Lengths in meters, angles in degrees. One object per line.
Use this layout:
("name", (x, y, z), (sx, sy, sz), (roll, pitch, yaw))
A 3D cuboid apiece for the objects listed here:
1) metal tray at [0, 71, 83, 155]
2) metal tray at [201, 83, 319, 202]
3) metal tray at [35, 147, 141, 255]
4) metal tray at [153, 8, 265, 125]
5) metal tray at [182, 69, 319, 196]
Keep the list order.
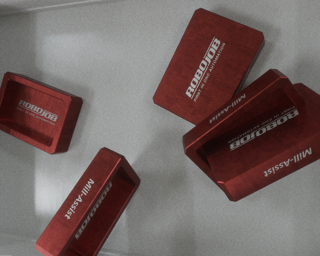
("metal tray", (-0.190, -0.024, 0.475), (0.130, 0.030, 0.089), (21, 97, 18))
("metal tray", (0.113, 0.011, 0.325), (0.130, 0.090, 0.030), (-30, 117, 9))
("metal tray", (-0.078, 0.098, 0.374), (0.030, 0.090, 0.130), (23, 67, 23))
("metal tray", (0.059, -0.070, 0.387), (0.090, 0.030, 0.129), (29, 99, 17))
("metal tray", (0.102, 0.009, 0.347), (0.130, 0.030, 0.090), (-39, 112, 16))
